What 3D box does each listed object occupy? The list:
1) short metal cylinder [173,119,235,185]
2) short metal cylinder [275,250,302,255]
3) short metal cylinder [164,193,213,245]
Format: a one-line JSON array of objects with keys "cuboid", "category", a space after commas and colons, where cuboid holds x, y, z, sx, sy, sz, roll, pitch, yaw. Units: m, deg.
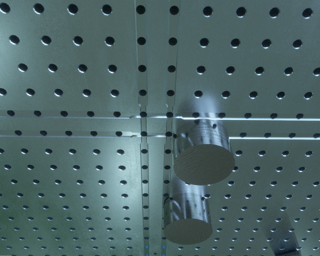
[{"cuboid": [0.058, 0.034, 0.424, 0.081, 0.050, 0.079, 0, 130, 0], "category": "short metal cylinder"}, {"cuboid": [0.274, 0.297, 0.631, 0.050, 0.080, 0.080, -23, 127, 18], "category": "short metal cylinder"}, {"cuboid": [0.046, 0.155, 0.528, 0.081, 0.050, 0.079, 0, 130, 0], "category": "short metal cylinder"}]
